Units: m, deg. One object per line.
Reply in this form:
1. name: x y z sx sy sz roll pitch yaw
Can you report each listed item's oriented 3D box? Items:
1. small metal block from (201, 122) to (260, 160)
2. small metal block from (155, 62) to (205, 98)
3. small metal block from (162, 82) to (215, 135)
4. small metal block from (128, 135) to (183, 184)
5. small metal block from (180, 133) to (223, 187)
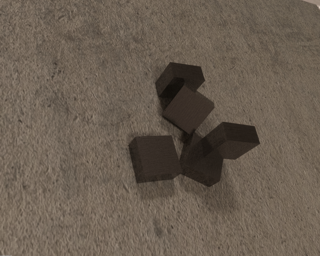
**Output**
1. small metal block: 0.088 0.018 0.395 0.050 0.050 0.025 7 58 -26
2. small metal block: 0.028 -0.066 0.445 0.050 0.050 0.025 2 61 -28
3. small metal block: 0.038 -0.027 0.423 0.050 0.050 0.025 36 19 -5
4. small metal block: -0.006 0.037 0.379 0.050 0.025 0.050 -1 62 -29
5. small metal block: 0.055 0.043 0.409 0.050 0.025 0.050 27 52 -12
